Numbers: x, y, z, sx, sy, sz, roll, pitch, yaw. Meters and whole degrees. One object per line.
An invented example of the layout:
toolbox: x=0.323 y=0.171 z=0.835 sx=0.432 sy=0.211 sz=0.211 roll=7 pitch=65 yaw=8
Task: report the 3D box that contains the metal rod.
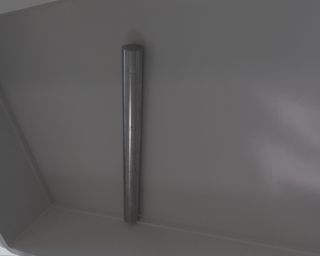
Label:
metal rod: x=-0.041 y=0.029 z=0.448 sx=0.025 sy=0.025 sz=0.298 roll=17 pitch=125 yaw=19
